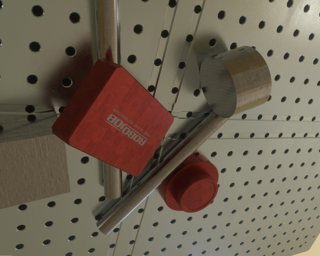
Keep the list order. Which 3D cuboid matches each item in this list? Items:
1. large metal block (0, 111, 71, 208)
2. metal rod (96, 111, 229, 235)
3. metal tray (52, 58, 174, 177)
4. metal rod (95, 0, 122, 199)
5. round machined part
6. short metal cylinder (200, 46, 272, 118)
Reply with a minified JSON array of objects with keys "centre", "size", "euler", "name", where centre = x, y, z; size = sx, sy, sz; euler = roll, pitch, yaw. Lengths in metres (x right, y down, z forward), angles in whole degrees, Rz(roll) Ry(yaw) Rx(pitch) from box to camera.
[{"centre":[-0.147,0.034,0.336],"size":[0.081,0.050,0.079],"euler":[-11,123,-23],"name":"large metal block"},{"centre":[0.023,0.044,0.452],"size":[0.300,0.025,0.025],"euler":[-44,130,2],"name":"metal rod"},{"centre":[-0.044,-0.005,0.348],"size":[0.090,0.030,0.130],"euler":[-58,144,-6],"name":"metal tray"},{"centre":[-0.057,-0.038,0.357],"size":[0.025,0.025,0.298],"euler":[-11,123,-23],"name":"metal rod"},{"centre":[0.052,0.094,0.489],"size":[0.099,0.042,0.097],"euler":[-14,125,-21],"name":"round machined part"},{"centre":[0.093,-0.058,0.393],"size":[0.050,0.080,0.079],"euler":[-21,127,-17],"name":"short metal cylinder"}]
